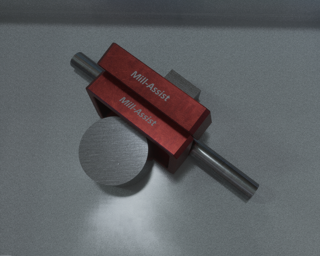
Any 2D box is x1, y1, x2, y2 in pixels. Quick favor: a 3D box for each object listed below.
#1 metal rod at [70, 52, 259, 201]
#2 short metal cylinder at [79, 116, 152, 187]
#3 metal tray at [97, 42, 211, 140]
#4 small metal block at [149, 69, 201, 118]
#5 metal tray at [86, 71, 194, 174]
[{"bbox_3d":[-0.002,-0.009,0.413,0.300,0.025,0.025,37,74,12],"label":"metal rod"},{"bbox_3d":[-0.051,0.031,0.377,0.080,0.050,0.080,-1,77,5],"label":"short metal cylinder"},{"bbox_3d":[-0.002,-0.039,0.361,0.130,0.090,0.030,37,91,12],"label":"metal tray"},{"bbox_3d":[0.019,-0.044,0.424,0.050,0.025,0.050,39,74,12],"label":"small metal block"},{"bbox_3d":[-0.024,-0.003,0.375,0.130,0.090,0.030,37,74,12],"label":"metal tray"}]
